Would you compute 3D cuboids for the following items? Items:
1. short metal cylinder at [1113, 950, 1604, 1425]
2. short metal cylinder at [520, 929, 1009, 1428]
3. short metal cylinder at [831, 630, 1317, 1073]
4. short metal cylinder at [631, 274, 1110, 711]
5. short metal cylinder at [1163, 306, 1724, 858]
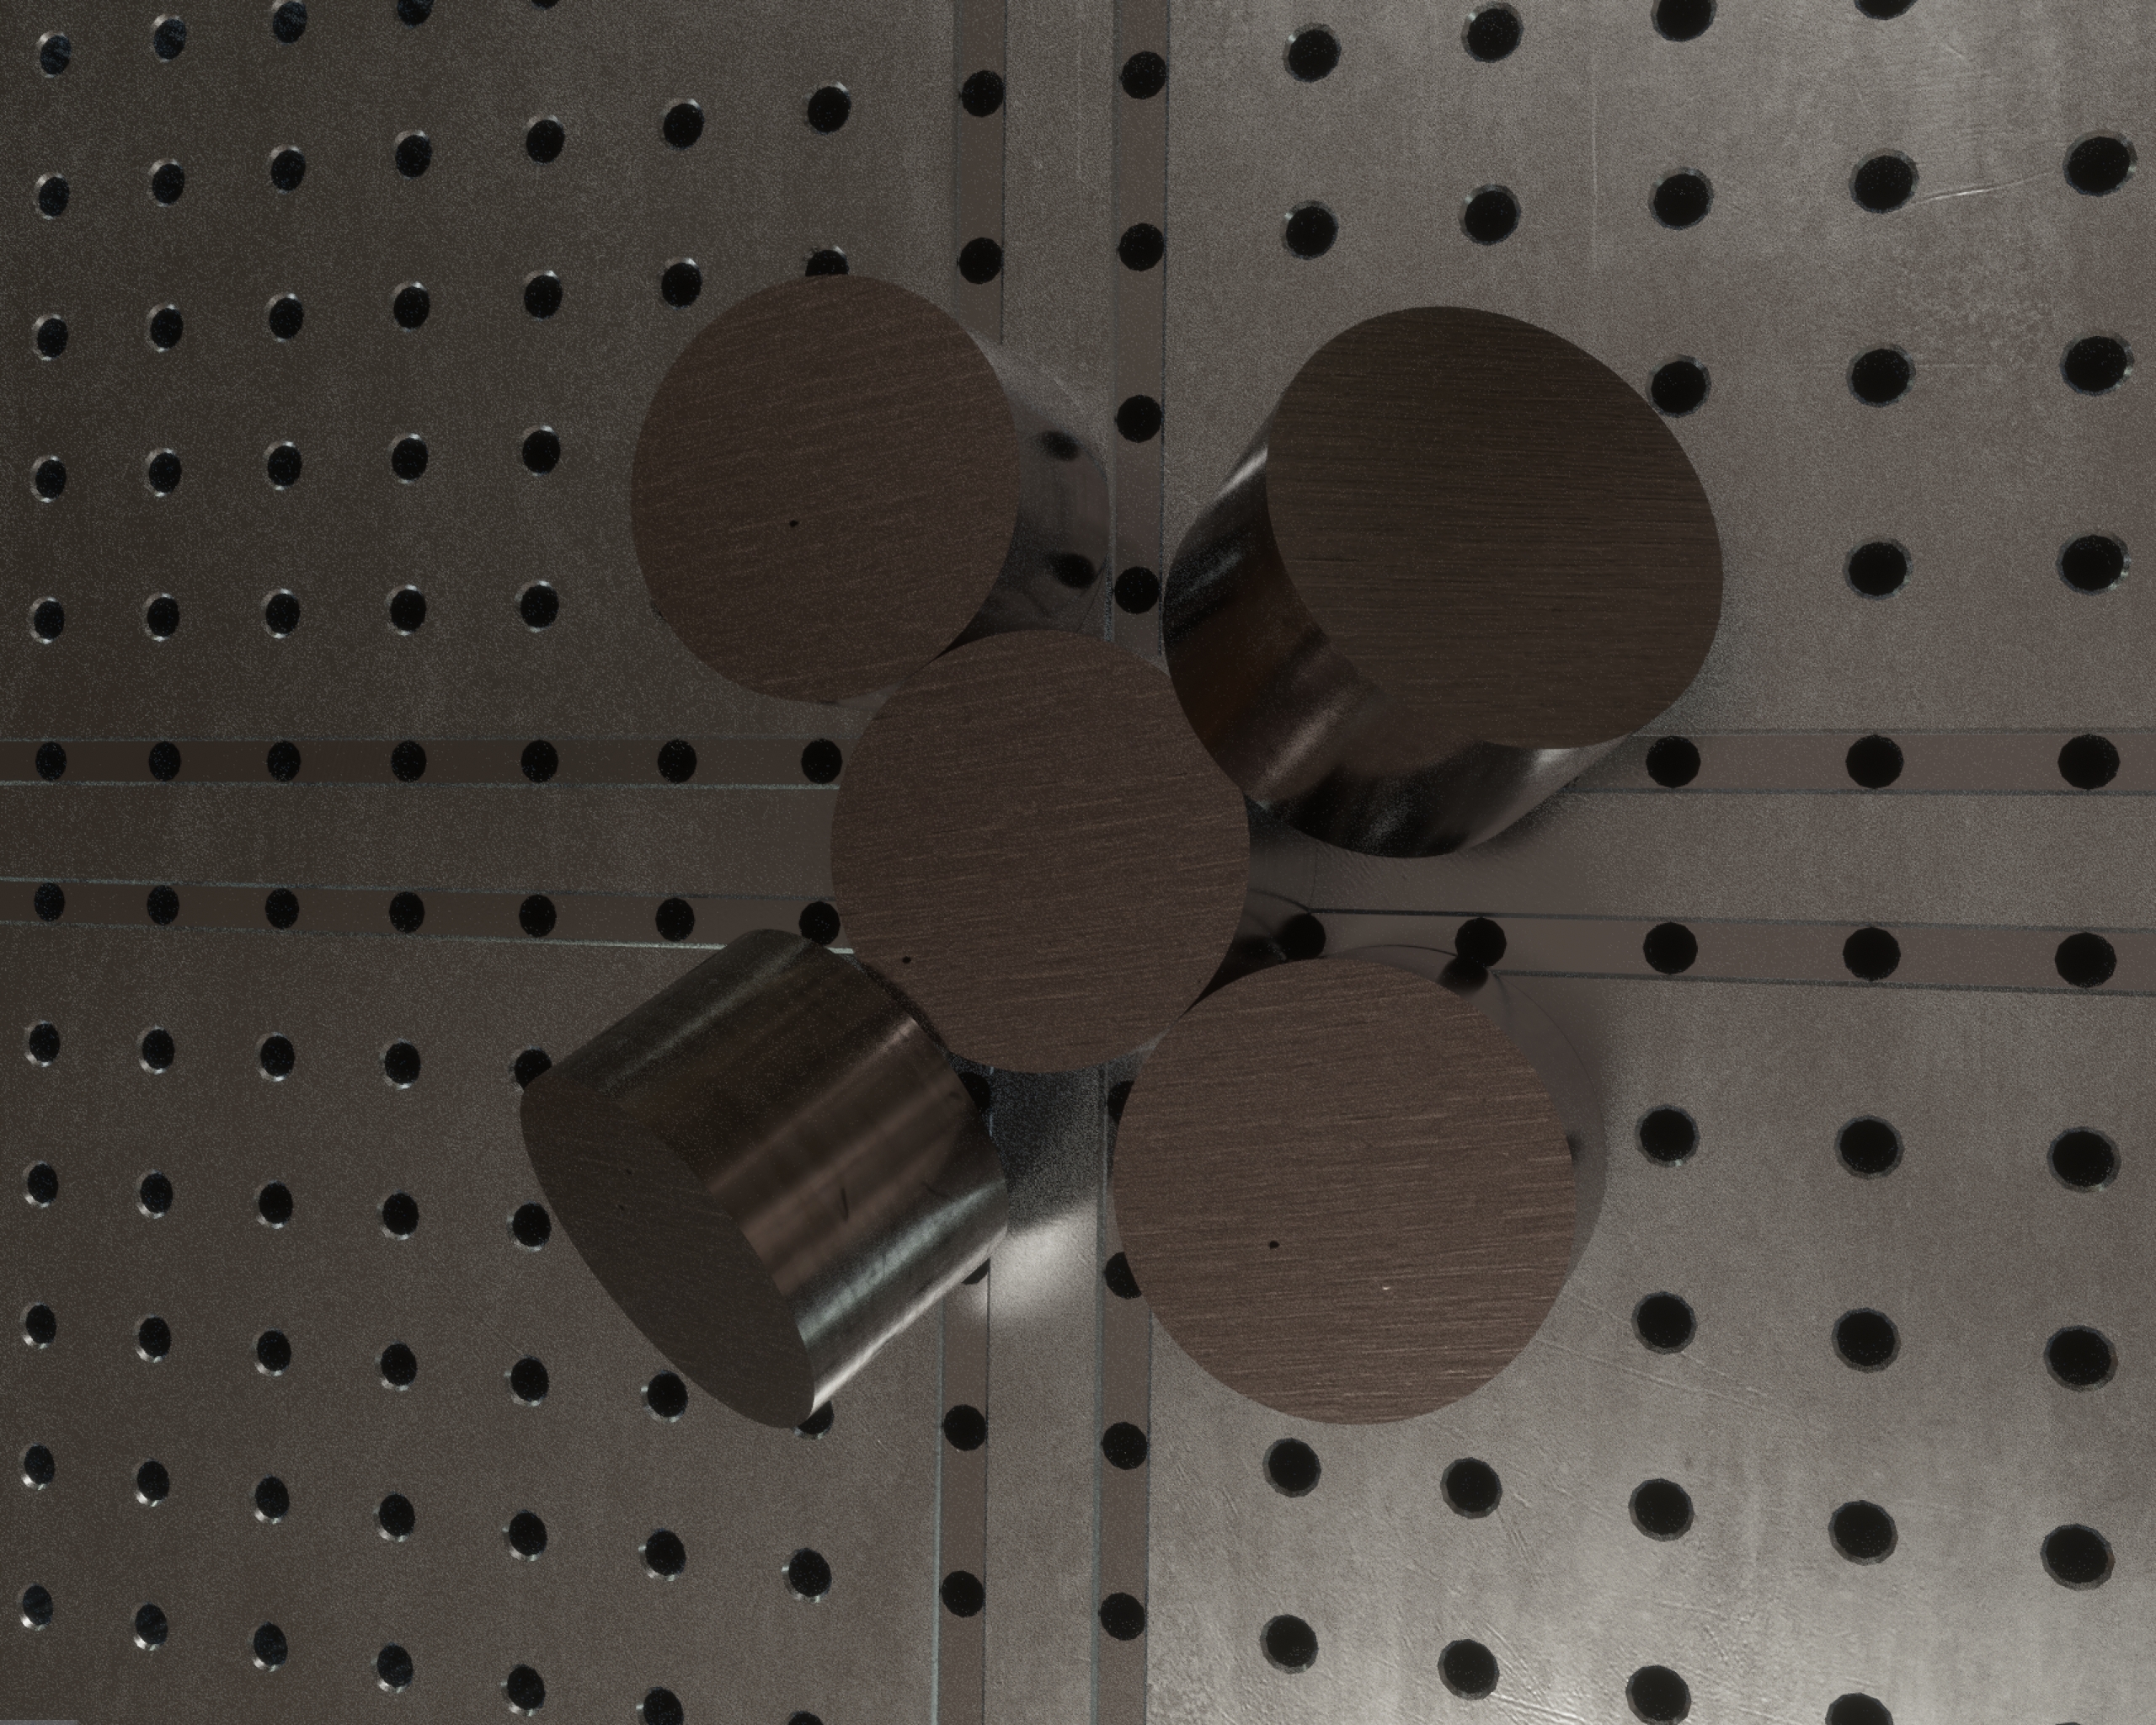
[{"bbox_3d":[0.053,0.056,0.380,0.080,0.050,0.079,0,90,19],"label":"short metal cylinder"},{"bbox_3d":[-0.060,0.060,0.397,0.080,0.050,0.079,30,140,29],"label":"short metal cylinder"},{"bbox_3d":[0.000,-0.002,0.398,0.080,0.050,0.079,0,90,19],"label":"short metal cylinder"},{"bbox_3d":[-0.040,-0.070,0.412,0.080,0.050,0.079,0,90,19],"label":"short metal cylinder"},{"bbox_3d":[0.061,-0.046,0.356,0.081,0.050,0.080,6,68,-16],"label":"short metal cylinder"}]
